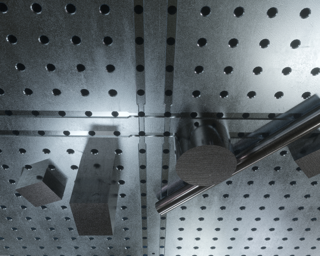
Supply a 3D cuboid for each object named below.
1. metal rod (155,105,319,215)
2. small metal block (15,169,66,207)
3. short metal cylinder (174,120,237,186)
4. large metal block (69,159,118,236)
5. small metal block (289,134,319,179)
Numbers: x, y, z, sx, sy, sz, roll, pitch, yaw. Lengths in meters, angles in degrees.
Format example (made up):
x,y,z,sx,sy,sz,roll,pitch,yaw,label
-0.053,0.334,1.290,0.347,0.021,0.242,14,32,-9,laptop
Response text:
x,y,z,sx,sy,sz,roll,pitch,yaw,label
0.109,0.057,0.462,0.299,0.025,0.025,-36,122,26,metal rod
-0.188,0.096,0.491,0.050,0.025,0.050,-18,128,14,small metal block
0.061,0.035,0.426,0.081,0.050,0.079,-1,130,0,short metal cylinder
-0.094,0.103,0.462,0.050,0.080,0.079,0,130,-1,large metal block
0.226,0.041,0.450,0.050,0.025,0.050,-33,123,24,small metal block
